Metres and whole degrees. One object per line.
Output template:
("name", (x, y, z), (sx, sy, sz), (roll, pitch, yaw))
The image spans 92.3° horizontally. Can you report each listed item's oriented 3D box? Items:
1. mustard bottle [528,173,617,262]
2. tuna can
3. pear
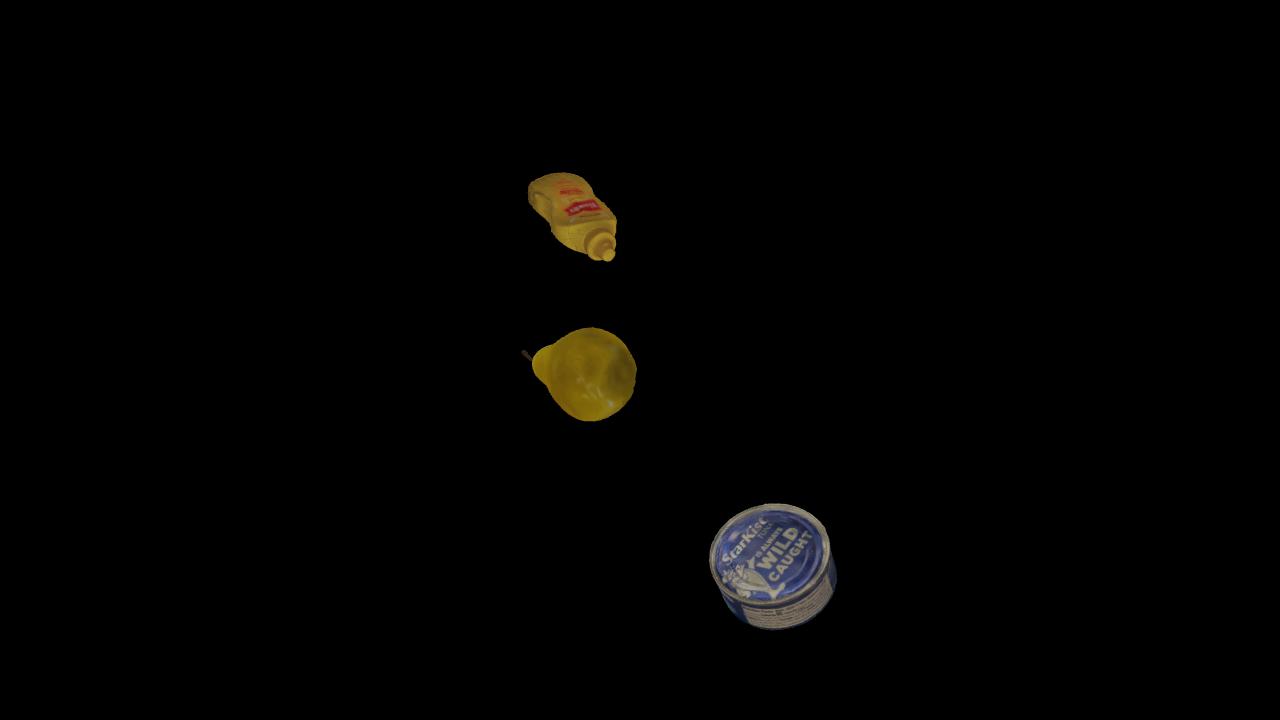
("mustard bottle", (-0.080, -0.189, 0.835), (0.092, 0.054, 0.184), (-9, 45, -29))
("tuna can", (0.093, 0.143, 0.431), (0.084, 0.034, 0.084), (-17, 31, 10))
("pear", (-0.059, 0.012, 0.527), (0.111, 0.080, 0.080), (0, 0, 40))
